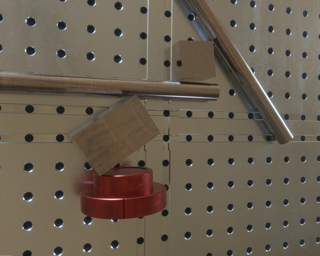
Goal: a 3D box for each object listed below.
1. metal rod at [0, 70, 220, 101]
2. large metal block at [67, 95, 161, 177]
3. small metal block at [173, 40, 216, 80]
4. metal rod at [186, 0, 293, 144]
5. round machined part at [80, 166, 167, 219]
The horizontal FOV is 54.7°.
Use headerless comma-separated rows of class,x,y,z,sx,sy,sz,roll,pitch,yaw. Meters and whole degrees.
metal rod,-0.063,-0.052,0.390,0.303,0.025,0.025,0,90,-21
large metal block,-0.057,0.007,0.363,0.080,0.080,0.050,-35,102,-17
small metal block,0.048,-0.094,0.431,0.050,0.025,0.050,-5,92,-20
metal rod,0.110,-0.099,0.454,0.025,0.025,0.299,-40,103,-16
round machined part,-0.042,0.070,0.359,0.099,0.098,0.042,-2,91,-20
